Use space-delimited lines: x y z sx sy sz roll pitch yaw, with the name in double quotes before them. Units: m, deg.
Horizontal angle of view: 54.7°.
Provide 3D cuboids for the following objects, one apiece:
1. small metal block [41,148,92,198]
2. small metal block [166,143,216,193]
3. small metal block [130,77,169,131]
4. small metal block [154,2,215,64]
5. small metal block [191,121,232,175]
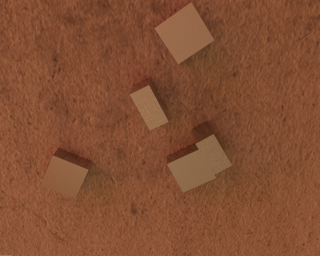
"small metal block" -0.129 0.063 0.431 0.050 0.025 0.050 24 108 -9
"small metal block" 0.043 0.054 0.430 0.050 0.025 0.050 -26 108 9
"small metal block" -0.012 -0.032 0.385 0.025 0.050 0.050 -26 108 9
"small metal block" 0.028 -0.113 0.369 0.050 0.025 0.050 -33 107 11
"small metal block" 0.067 0.025 0.407 0.025 0.050 0.050 -30 108 10
